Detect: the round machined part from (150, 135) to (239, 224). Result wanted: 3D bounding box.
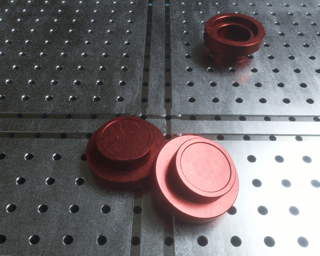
[{"bbox_3d":[0.042,0.050,0.337,0.099,0.042,0.098,9,57,-14],"label":"round machined part"}]

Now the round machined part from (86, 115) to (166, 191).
[{"bbox_3d":[-0.040,0.023,0.377,0.099,0.042,0.098,1,50,0],"label":"round machined part"}]

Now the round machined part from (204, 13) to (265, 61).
[{"bbox_3d":[0.123,-0.151,0.525,0.099,0.042,0.098,0,50,0],"label":"round machined part"}]
